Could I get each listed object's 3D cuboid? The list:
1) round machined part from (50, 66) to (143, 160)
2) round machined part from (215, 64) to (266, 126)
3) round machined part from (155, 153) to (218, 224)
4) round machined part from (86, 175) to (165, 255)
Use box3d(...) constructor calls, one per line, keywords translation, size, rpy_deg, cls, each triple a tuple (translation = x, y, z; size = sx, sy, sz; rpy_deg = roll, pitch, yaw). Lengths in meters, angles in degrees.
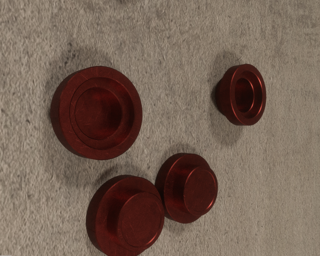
box3d(translation=(-0.071, -0.015, 0.336), size=(0.099, 0.042, 0.097), rpy_deg=(0, 90, -40), cls="round machined part")
box3d(translation=(0.128, -0.052, 0.503), size=(0.099, 0.042, 0.097), rpy_deg=(0, 90, -40), cls="round machined part")
box3d(translation=(0.044, 0.084, 0.433), size=(0.099, 0.042, 0.097), rpy_deg=(0, 90, -40), cls="round machined part")
box3d(translation=(-0.033, 0.107, 0.368), size=(0.099, 0.042, 0.097), rpy_deg=(0, 90, -40), cls="round machined part")
